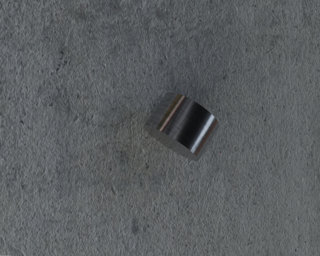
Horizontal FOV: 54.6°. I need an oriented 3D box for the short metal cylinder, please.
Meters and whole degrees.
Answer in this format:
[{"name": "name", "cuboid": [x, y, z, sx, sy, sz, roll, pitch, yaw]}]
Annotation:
[{"name": "short metal cylinder", "cuboid": [0.027, -0.001, 0.389, 0.080, 0.080, 0.050, 36, 79, -17]}]
